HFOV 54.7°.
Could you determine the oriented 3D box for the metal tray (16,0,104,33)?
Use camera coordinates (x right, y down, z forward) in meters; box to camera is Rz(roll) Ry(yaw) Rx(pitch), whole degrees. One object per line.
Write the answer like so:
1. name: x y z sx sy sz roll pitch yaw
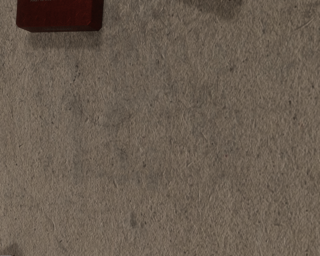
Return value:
1. metal tray: -0.148 -0.191 0.457 0.130 0.030 0.089 5 92 19
